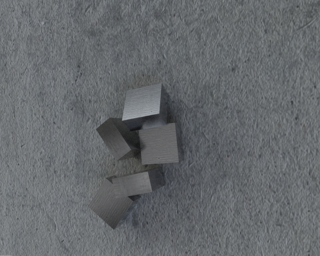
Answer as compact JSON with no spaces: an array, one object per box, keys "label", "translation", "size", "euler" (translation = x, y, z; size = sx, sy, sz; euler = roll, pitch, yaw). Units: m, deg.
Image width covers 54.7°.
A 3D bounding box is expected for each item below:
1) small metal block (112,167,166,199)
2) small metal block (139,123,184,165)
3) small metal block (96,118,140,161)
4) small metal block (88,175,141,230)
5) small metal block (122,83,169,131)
[{"label":"small metal block","translation":[-0.026,0.071,0.405],"size":[0.050,0.050,0.025],"euler":[-15,85,19]},{"label":"small metal block","translation":[0.002,0.020,0.408],"size":[0.050,0.025,0.050],"euler":[-6,88,20]},{"label":"small metal block","translation":[-0.050,0.014,0.413],"size":[0.025,0.050,0.050],"euler":[-38,78,16]},{"label":"small metal block","translation":[-0.064,0.103,0.431],"size":[0.050,0.025,0.050],"euler":[36,102,16]},{"label":"small metal block","translation":[-0.018,-0.027,0.403],"size":[0.050,0.025,0.050],"euler":[-10,53,19]}]
